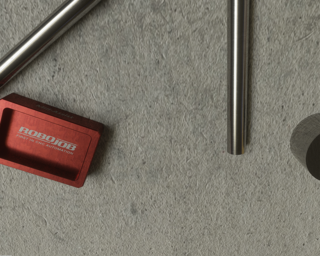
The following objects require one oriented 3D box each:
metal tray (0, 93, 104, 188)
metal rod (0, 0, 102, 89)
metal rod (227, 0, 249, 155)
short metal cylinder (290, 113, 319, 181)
[{"bbox_3d":[-0.151,0.018,0.411,0.131,0.030,0.089,19,109,-8],"label":"metal tray"},{"bbox_3d":[-0.127,-0.117,0.364,0.300,0.025,0.025,-36,107,12],"label":"metal rod"},{"bbox_3d":[0.093,-0.108,0.371,0.025,0.025,0.298,-4,110,1],"label":"metal rod"},{"bbox_3d":[0.222,0.025,0.409,0.081,0.050,0.079,0,110,-1],"label":"short metal cylinder"}]
